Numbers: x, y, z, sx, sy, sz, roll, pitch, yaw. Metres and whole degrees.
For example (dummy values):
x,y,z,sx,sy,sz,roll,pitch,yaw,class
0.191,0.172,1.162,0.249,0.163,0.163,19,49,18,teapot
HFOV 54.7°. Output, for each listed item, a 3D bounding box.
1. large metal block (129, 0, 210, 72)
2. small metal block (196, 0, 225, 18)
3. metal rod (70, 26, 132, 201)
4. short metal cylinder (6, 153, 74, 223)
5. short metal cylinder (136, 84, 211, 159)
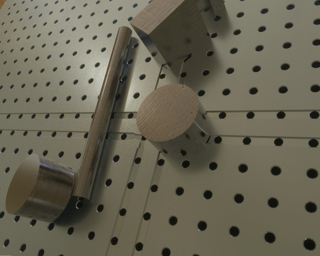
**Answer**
x,y,z,sx,sy,sz,roll,pitch,yaw,class
0.016,-0.144,0.453,0.080,0.080,0.050,-44,51,-2,large metal block
0.068,-0.202,0.481,0.050,0.050,0.025,29,78,37,small metal block
-0.083,-0.039,0.475,0.025,0.025,0.300,-5,59,26,metal rod
-0.160,0.080,0.413,0.080,0.050,0.080,-27,48,35,short metal cylinder
0.018,-0.008,0.388,0.080,0.050,0.080,-13,56,21,short metal cylinder
